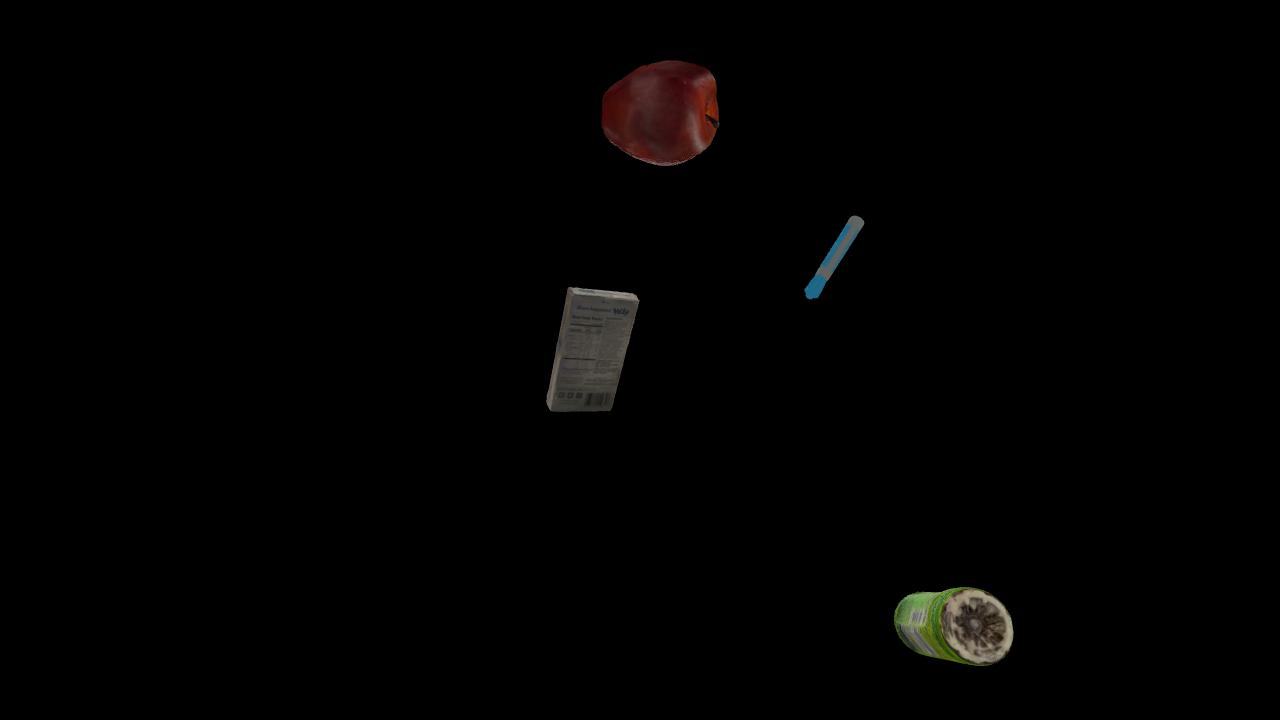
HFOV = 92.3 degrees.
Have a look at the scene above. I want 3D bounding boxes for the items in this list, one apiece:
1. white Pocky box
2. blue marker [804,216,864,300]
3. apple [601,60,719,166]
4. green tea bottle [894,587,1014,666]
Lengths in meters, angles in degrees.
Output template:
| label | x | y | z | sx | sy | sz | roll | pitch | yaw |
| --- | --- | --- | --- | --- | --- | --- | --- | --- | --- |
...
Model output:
| label | x | y | z | sx | sy | sz | roll | pitch | yaw |
| --- | --- | --- | --- | --- | --- | --- | --- | --- | --- |
| white Pocky box | -0.058 | -0.009 | 0.733 | 0.084 | 0.154 | 0.028 | 3 | 27 | -25 |
| blue marker | 0.232 | -0.122 | 0.737 | 0.020 | 0.121 | 0.020 | 33 | -13 | 9 |
| apple | 0.017 | -0.185 | 0.467 | 0.093 | 0.079 | 0.079 | 13 | 5 | 24 |
| green tea bottle | 0.322 | 0.285 | 0.666 | 0.073 | 0.073 | 0.212 | 0 | -21 | 4 |
